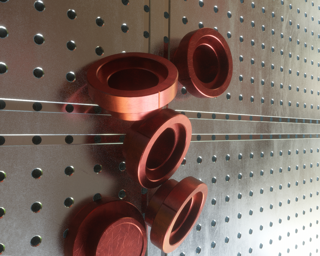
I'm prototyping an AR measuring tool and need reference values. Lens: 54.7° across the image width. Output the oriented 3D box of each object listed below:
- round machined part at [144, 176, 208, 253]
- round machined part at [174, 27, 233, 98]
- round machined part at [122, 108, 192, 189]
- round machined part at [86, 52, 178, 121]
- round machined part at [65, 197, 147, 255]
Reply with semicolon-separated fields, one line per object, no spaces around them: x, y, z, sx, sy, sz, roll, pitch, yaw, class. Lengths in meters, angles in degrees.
0.017;0.105;0.397;0.099;0.042;0.097;-40;145;-37;round machined part
0.059;-0.092;0.449;0.099;0.042;0.097;0;90;-40;round machined part
-0.007;0.021;0.377;0.099;0.042;0.097;-35;140;-37;round machined part
-0.030;-0.044;0.347;0.099;0.098;0.042;-34;140;-35;round machined part
-0.054;0.132;0.355;0.099;0.042;0.097;0;91;-40;round machined part
